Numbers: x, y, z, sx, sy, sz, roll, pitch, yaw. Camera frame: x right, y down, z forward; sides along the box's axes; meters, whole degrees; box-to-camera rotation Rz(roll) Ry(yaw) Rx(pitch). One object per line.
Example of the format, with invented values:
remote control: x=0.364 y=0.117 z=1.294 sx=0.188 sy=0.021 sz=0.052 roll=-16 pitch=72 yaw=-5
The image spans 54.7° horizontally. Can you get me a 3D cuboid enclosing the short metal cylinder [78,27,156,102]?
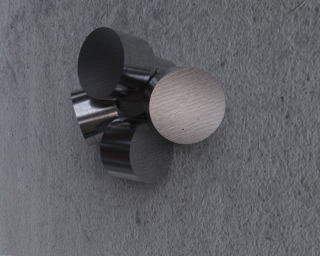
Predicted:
short metal cylinder: x=-0.052 y=-0.072 z=0.365 sx=0.080 sy=0.050 sz=0.079 roll=0 pitch=90 yaw=39

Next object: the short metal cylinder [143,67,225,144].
short metal cylinder: x=0.024 y=-0.027 z=0.341 sx=0.050 sy=0.081 sz=0.079 roll=-132 pitch=53 yaw=-74

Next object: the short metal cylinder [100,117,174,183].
short metal cylinder: x=-0.027 y=0.026 z=0.390 sx=0.050 sy=0.081 sz=0.079 roll=2 pitch=92 yaw=40

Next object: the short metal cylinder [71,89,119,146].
short metal cylinder: x=-0.087 y=-0.020 z=0.433 sx=0.080 sy=0.050 sz=0.080 roll=163 pitch=89 yaw=-81

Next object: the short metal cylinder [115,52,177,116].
short metal cylinder: x=-0.017 y=-0.054 z=0.402 sx=0.080 sy=0.050 sz=0.079 roll=0 pitch=90 yaw=39
